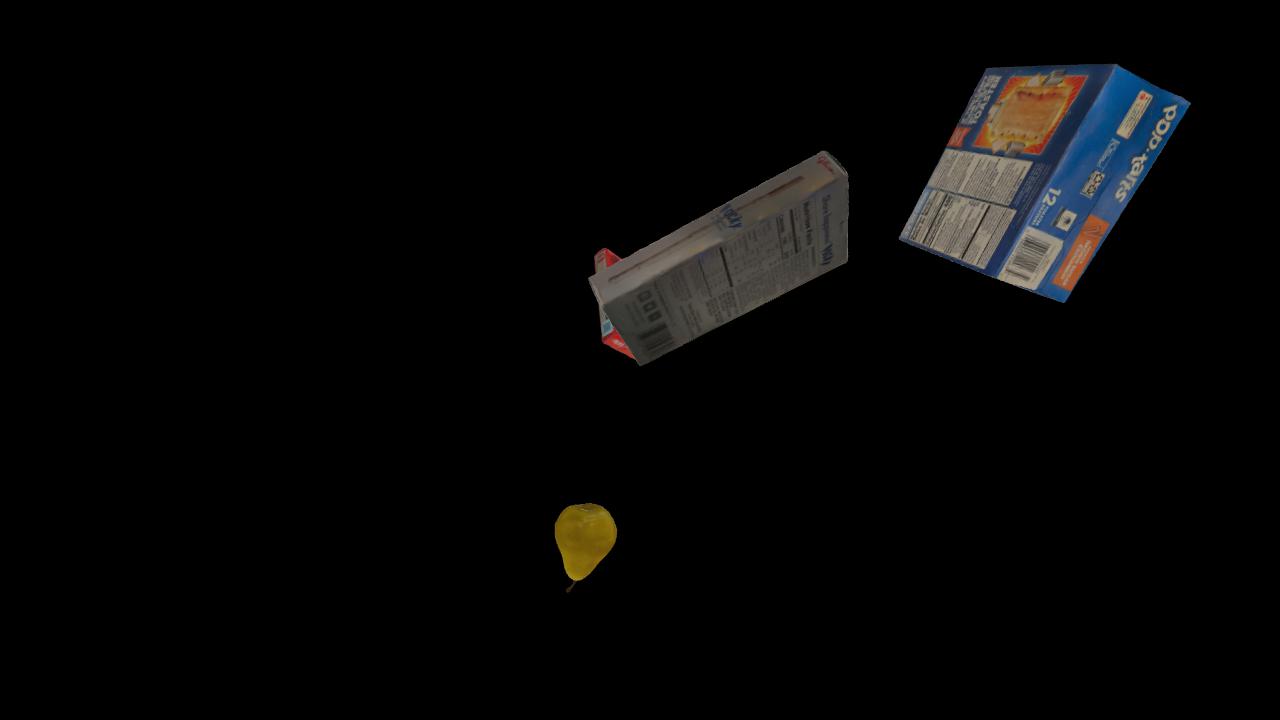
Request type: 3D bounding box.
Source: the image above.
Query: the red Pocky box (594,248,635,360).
[{"bbox_3d":[-0.023,-0.078,0.866,0.028,0.155,0.083,-29,-38,30],"label":"red Pocky box"}]

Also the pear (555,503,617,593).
[{"bbox_3d":[-0.070,0.243,0.785,0.080,0.111,0.080,2,4,0],"label":"pear"}]

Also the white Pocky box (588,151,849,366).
[{"bbox_3d":[0.052,-0.056,0.375,0.154,0.028,0.084,-28,-32,3],"label":"white Pocky box"}]

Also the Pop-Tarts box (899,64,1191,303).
[{"bbox_3d":[0.332,-0.155,0.532,0.083,0.167,0.141,16,20,-17],"label":"Pop-Tarts box"}]
